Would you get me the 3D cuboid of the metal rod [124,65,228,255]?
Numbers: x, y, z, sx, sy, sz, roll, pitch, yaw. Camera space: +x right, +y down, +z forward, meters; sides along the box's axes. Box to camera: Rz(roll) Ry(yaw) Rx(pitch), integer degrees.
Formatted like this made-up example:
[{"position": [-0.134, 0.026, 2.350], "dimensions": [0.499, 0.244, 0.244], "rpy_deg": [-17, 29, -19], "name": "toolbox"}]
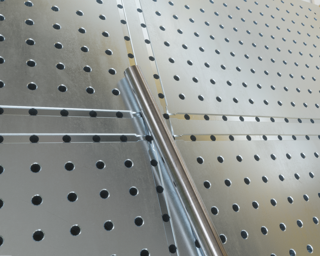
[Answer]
[{"position": [0.020, 0.049, 0.388], "dimensions": [0.025, 0.025, 0.299], "rpy_deg": [-12, 68, -33], "name": "metal rod"}]
